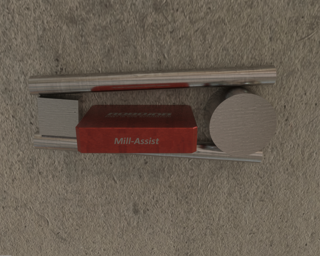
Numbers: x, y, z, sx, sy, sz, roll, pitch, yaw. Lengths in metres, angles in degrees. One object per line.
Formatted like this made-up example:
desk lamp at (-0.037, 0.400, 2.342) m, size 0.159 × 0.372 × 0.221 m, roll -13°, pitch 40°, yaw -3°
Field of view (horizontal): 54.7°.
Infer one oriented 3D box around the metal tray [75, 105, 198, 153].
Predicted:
metal tray at (-0.025, -0.002, 0.374) m, size 0.131 × 0.090 × 0.030 m, roll 0°, pitch 110°, yaw 0°

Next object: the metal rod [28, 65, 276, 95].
metal rod at (-0.009, -0.060, 0.389) m, size 0.302 × 0.025 × 0.025 m, roll -2°, pitch 110°, yaw 0°

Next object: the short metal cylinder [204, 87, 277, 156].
short metal cylinder at (0.099, -0.011, 0.394) m, size 0.081 × 0.050 × 0.079 m, roll 0°, pitch 110°, yaw 0°

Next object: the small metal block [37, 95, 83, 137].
small metal block at (-0.129, -0.017, 0.404) m, size 0.050 × 0.025 × 0.050 m, roll 4°, pitch 110°, yaw -2°

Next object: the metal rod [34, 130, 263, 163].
metal rod at (-0.014, 0.026, 0.420) m, size 0.302 × 0.025 × 0.025 m, roll 4°, pitch 110°, yaw -2°
